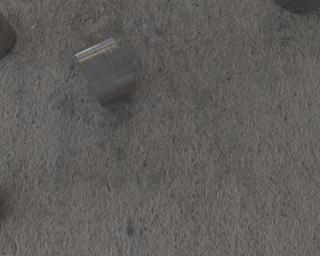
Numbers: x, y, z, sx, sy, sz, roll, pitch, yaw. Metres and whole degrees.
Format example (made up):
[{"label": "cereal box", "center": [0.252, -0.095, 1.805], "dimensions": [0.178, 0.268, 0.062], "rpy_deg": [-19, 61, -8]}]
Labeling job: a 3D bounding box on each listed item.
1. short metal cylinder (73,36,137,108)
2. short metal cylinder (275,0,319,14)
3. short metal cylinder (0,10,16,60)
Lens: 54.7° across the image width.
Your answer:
[{"label": "short metal cylinder", "center": [-0.071, -0.073, 0.405], "dimensions": [0.050, 0.080, 0.080], "rpy_deg": [-28, 73, -10]}, {"label": "short metal cylinder", "center": [0.214, -0.220, 0.461], "dimensions": [0.080, 0.080, 0.050], "rpy_deg": [34, 74, 11]}, {"label": "short metal cylinder", "center": [-0.259, -0.140, 0.444], "dimensions": [0.081, 0.050, 0.080], "rpy_deg": [0, 70, 0]}]
